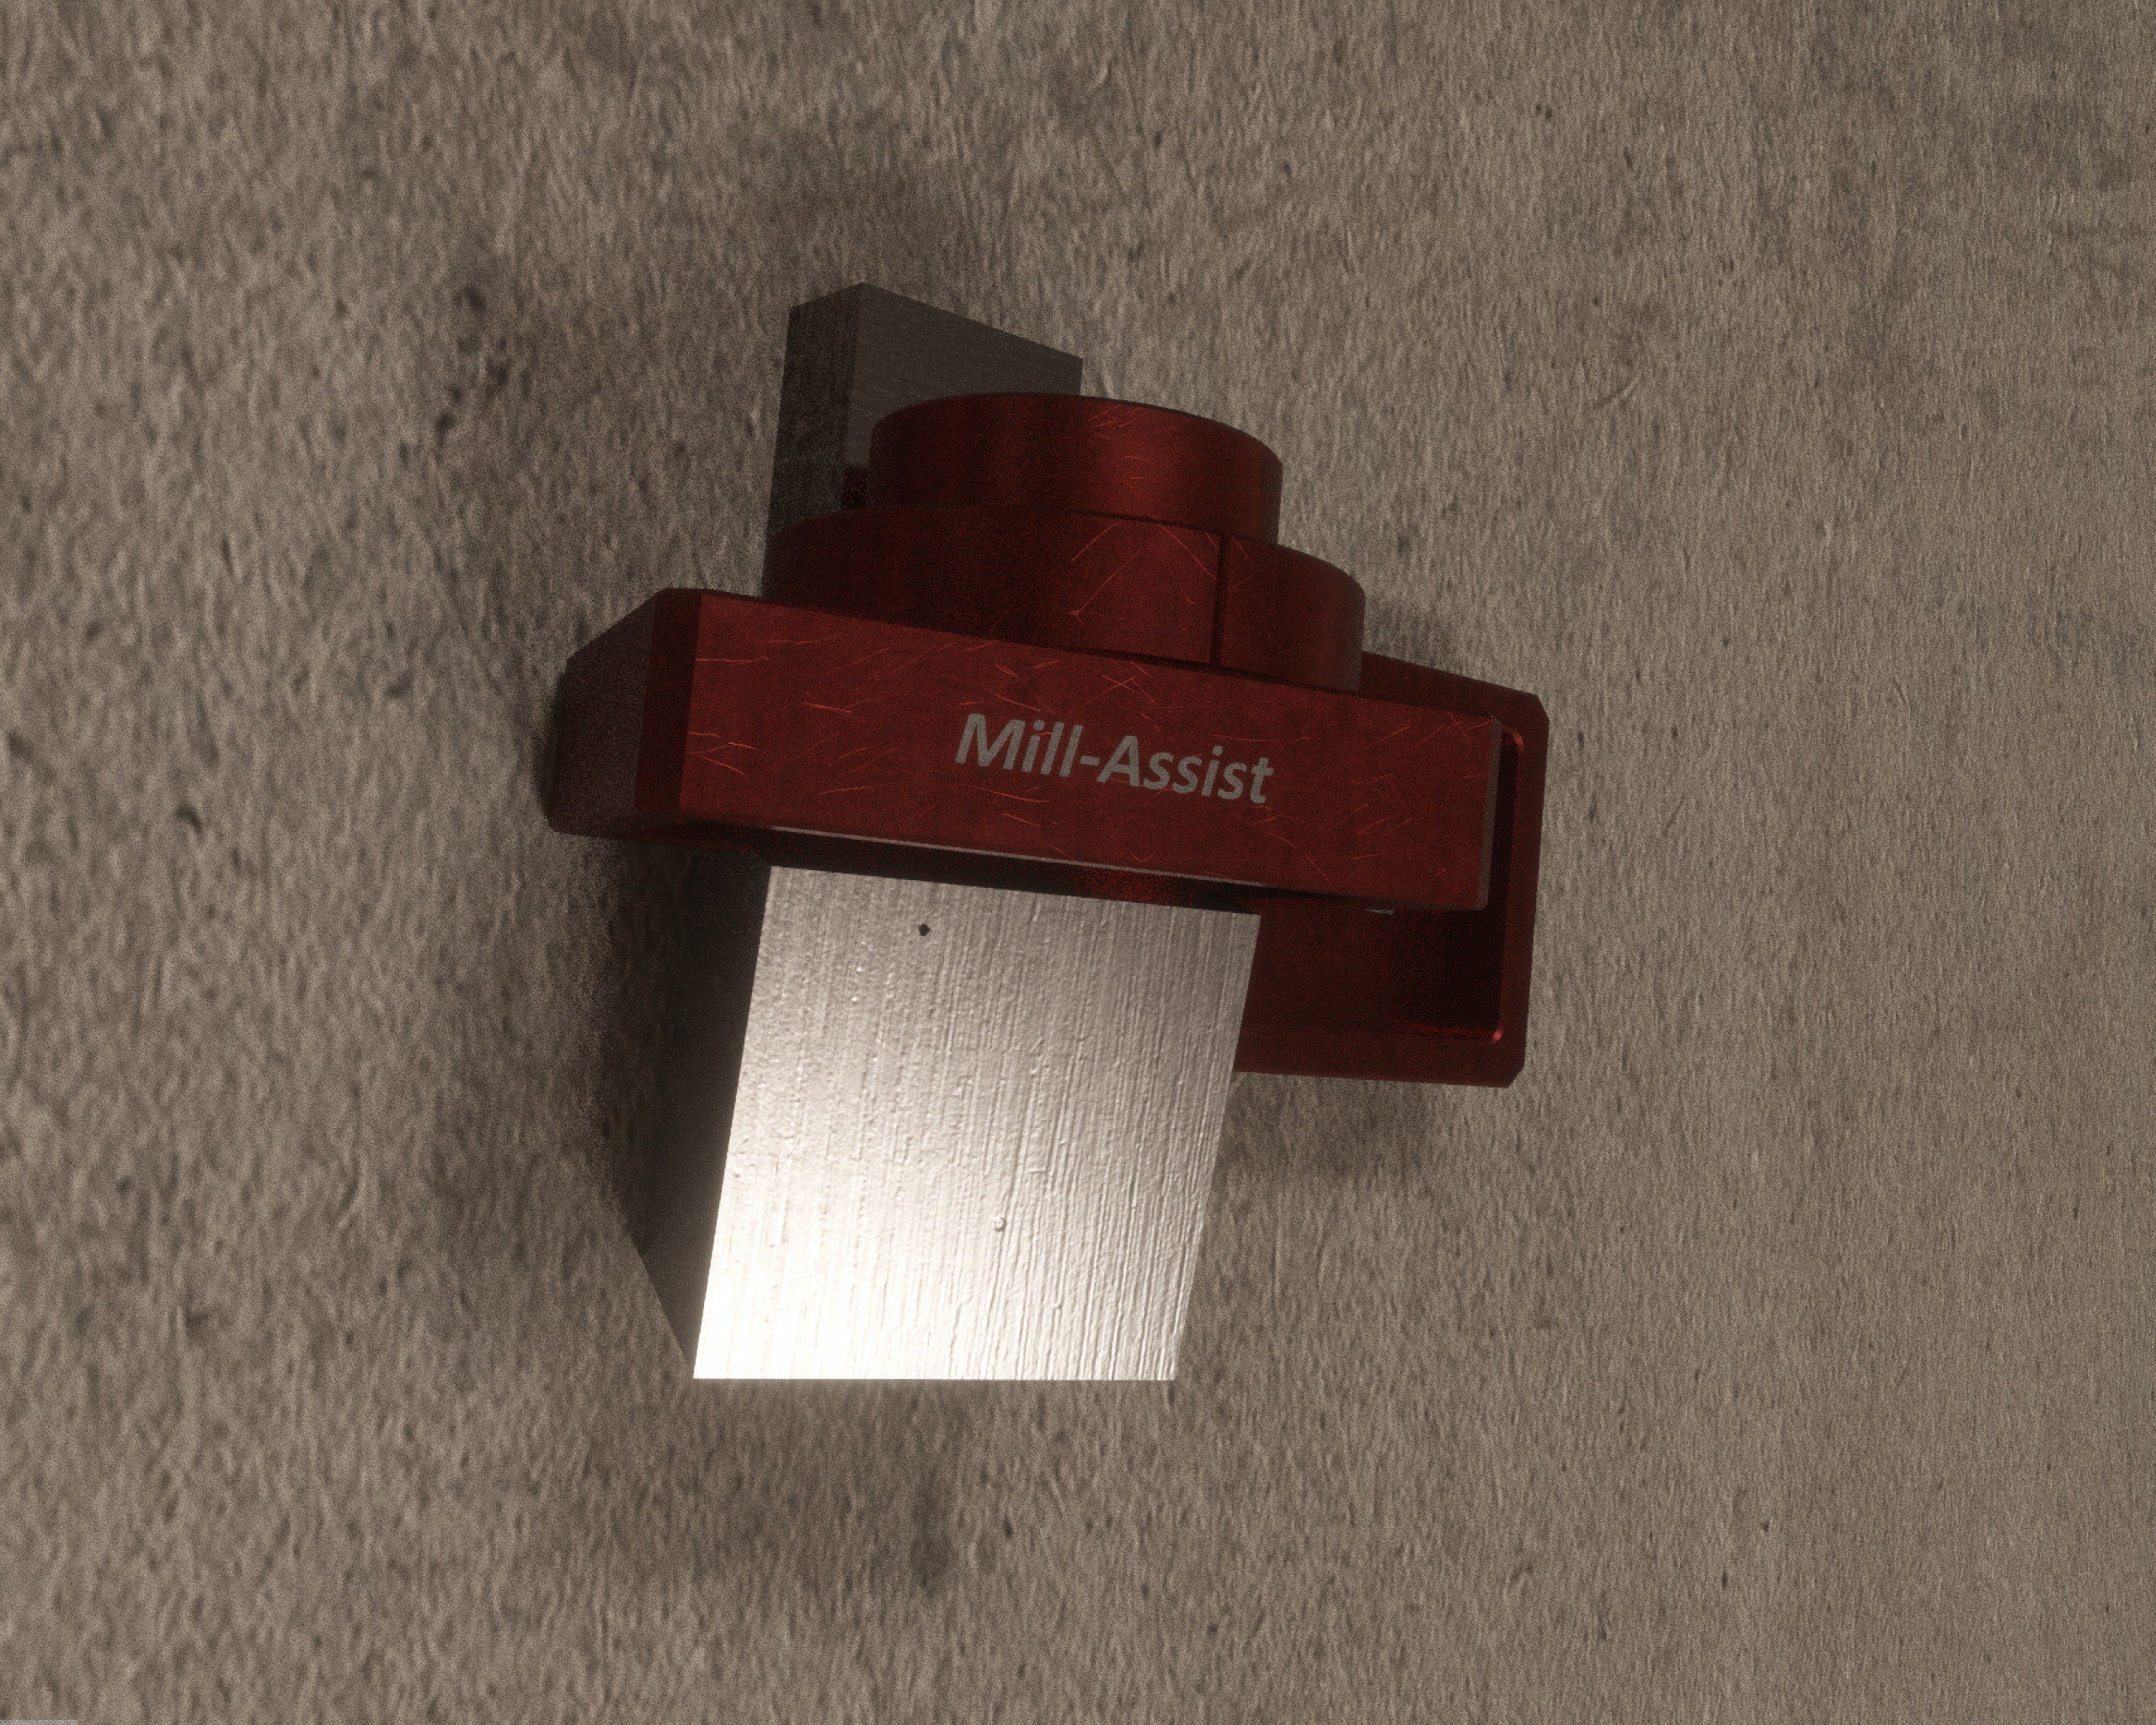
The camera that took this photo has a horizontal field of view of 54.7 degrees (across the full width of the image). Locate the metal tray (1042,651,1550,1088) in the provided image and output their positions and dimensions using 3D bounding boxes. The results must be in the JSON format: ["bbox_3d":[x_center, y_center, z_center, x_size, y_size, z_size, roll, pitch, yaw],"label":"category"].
[{"bbox_3d":[0.046,0.000,0.444,0.131,0.030,0.089,8,85,-40],"label":"metal tray"}]

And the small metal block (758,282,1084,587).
[{"bbox_3d":[-0.028,-0.073,0.385,0.050,0.025,0.050,8,85,-40],"label":"small metal block"}]

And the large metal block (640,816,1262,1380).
[{"bbox_3d":[-0.023,0.038,0.348,0.081,0.050,0.079,6,99,-22],"label":"large metal block"}]

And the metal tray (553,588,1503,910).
[{"bbox_3d":[-0.011,-0.014,0.334,0.131,0.090,0.030,7,86,-22],"label":"metal tray"}]

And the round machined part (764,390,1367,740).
[{"bbox_3d":[-0.002,-0.048,0.345,0.099,0.098,0.042,8,85,-40],"label":"round machined part"}]
